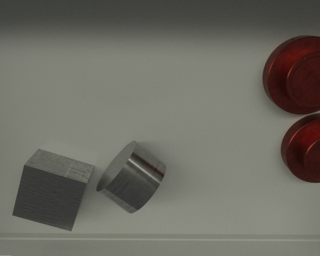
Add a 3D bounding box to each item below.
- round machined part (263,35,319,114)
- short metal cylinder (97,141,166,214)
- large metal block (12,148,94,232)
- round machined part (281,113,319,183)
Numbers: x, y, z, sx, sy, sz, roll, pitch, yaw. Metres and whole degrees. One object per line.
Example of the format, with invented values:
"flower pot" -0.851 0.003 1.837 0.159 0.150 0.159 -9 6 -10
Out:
"round machined part" 0.182 -0.063 0.382 0.099 0.042 0.097 0 110 -1
"short metal cylinder" -0.038 0.063 0.405 0.050 0.080 0.080 39 105 -14
"large metal block" -0.145 0.085 0.427 0.080 0.050 0.079 19 109 -7
"round machined part" 0.220 0.032 0.417 0.099 0.042 0.097 0 110 -1
